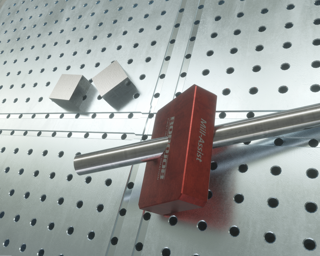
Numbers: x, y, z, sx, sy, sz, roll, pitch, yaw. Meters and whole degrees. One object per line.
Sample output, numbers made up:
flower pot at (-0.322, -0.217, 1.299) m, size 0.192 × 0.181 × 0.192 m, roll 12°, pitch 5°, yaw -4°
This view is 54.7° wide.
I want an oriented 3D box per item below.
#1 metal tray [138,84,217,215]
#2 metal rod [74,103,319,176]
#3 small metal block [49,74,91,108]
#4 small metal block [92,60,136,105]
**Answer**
metal tray at (0.020, 0.026, 0.349) m, size 0.090 × 0.030 × 0.130 m, roll -33°, pitch 41°, yaw 54°
metal rod at (0.046, 0.013, 0.348) m, size 0.301 × 0.025 × 0.025 m, roll -12°, pitch 56°, yaw 11°
small metal block at (-0.153, -0.064, 0.528) m, size 0.050 × 0.025 × 0.050 m, roll 8°, pitch 66°, yaw 31°
small metal block at (-0.074, -0.072, 0.492) m, size 0.050 × 0.025 × 0.050 m, roll -36°, pitch 51°, yaw 4°
